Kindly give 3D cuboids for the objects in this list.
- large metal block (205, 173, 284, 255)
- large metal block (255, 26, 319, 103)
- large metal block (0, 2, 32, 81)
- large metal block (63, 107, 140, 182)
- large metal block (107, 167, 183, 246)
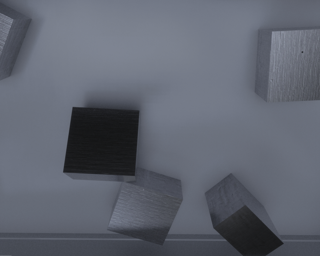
[{"bbox_3d":[0.112,0.122,0.428,0.050,0.080,0.080,-41,105,14],"label":"large metal block"},{"bbox_3d":[0.163,-0.077,0.371,0.080,0.050,0.079,-3,110,1],"label":"large metal block"},{"bbox_3d":[-0.210,-0.108,0.356,0.080,0.050,0.080,27,108,-10],"label":"large metal block"},{"bbox_3d":[-0.068,0.022,0.385,0.081,0.050,0.080,3,71,-1],"label":"large metal block"},{"bbox_3d":[-0.021,0.108,0.437,0.080,0.050,0.079,18,109,-7],"label":"large metal block"}]
